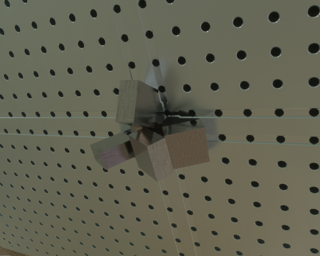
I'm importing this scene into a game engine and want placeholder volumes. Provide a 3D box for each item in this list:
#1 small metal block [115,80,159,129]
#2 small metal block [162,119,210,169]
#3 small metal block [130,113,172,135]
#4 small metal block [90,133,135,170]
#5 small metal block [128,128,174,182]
[{"bbox_3d":[-0.027,-0.028,0.379,0.025,0.050,0.050,3,84,27],"label":"small metal block"},{"bbox_3d":[0.033,0.021,0.393,0.050,0.025,0.050,-12,116,-1],"label":"small metal block"},{"bbox_3d":[-0.009,0.008,0.422,0.050,0.025,0.050,3,120,27],"label":"small metal block"},{"bbox_3d":[-0.064,0.031,0.435,0.050,0.050,0.025,19,129,61],"label":"small metal block"},{"bbox_3d":[-0.011,0.032,0.390,0.050,0.025,0.050,26,137,55],"label":"small metal block"}]
